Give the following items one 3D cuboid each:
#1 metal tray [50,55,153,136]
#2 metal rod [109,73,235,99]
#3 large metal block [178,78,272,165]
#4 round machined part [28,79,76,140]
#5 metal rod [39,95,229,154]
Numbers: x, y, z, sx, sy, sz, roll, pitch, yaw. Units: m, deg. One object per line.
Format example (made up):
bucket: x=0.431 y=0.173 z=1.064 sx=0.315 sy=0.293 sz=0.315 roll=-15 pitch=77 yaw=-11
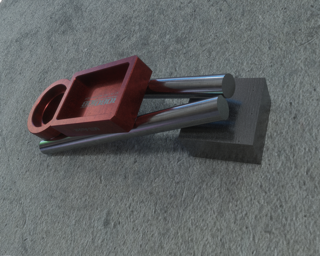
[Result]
metal tray: x=-0.078 y=-0.038 z=0.398 sx=0.130 sy=0.030 sz=0.090 roll=-4 pitch=59 yaw=40
metal rod: x=-0.039 y=-0.051 z=0.414 sx=0.300 sy=0.025 sz=0.025 roll=5 pitch=64 yaw=44
large metal block: x=0.076 y=-0.009 z=0.352 sx=0.080 sy=0.050 sz=0.080 roll=4 pitch=64 yaw=29
round machined part: x=-0.156 y=-0.025 z=0.482 sx=0.098 sy=0.042 sz=0.098 roll=-21 pitch=50 yaw=27
metal rod: x=-0.057 y=0.004 z=0.390 sx=0.300 sy=0.025 sz=0.025 roll=-12 pitch=56 yaw=36
